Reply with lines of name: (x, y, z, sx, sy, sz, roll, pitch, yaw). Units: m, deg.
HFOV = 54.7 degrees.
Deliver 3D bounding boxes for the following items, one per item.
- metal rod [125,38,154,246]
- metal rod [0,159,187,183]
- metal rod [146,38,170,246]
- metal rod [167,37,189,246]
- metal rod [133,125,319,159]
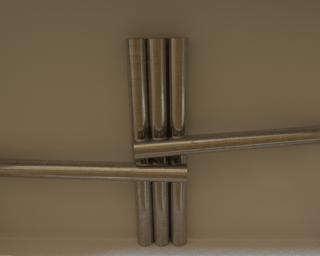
metal rod: (-0.025, 0.033, 0.422, 0.025, 0.025, 0.298, -1, 110, 0)
metal rod: (-0.115, 0.056, 0.412, 0.302, 0.025, 0.025, 1, 110, 5)
metal rod: (-0.001, 0.032, 0.422, 0.025, 0.025, 0.298, -1, 110, 0)
metal rod: (0.025, 0.032, 0.422, 0.025, 0.025, 0.298, -1, 110, 0)
metal rod: (0.118, 0.016, 0.399, 0.302, 0.025, 0.025, -4, 110, -6)
